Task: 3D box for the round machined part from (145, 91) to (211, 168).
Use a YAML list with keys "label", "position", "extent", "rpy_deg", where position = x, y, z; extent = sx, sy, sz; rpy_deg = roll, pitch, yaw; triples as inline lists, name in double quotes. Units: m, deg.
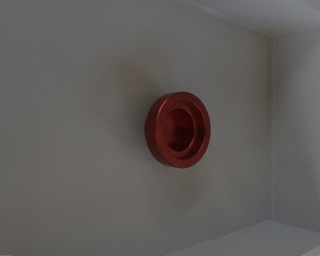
- label: "round machined part"
  position: [0.019, 0.002, 0.409]
  extent: [0.099, 0.042, 0.097]
  rpy_deg: [0, 90, -40]
